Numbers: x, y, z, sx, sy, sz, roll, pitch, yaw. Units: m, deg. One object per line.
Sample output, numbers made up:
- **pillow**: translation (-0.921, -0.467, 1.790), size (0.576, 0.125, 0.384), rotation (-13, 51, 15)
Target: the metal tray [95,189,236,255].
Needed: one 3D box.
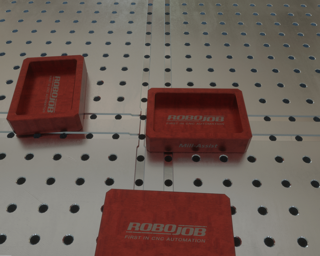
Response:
- **metal tray**: translation (0.006, 0.111, 0.312), size (0.131, 0.030, 0.090), rotation (3, 50, 1)

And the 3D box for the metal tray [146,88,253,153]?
- **metal tray**: translation (0.048, -0.012, 0.415), size (0.131, 0.030, 0.090), rotation (1, 50, 0)

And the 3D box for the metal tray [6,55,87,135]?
- **metal tray**: translation (-0.156, -0.052, 0.445), size (0.091, 0.030, 0.130), rotation (-4, 50, -4)
